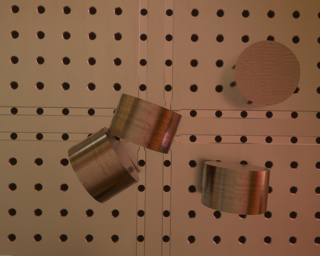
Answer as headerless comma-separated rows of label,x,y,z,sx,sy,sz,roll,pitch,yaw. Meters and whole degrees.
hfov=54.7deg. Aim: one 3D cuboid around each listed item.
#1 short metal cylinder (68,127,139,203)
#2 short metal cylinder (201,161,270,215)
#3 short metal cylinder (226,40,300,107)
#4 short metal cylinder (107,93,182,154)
short metal cylinder,-0.069,0.045,0.385,0.050,0.080,0.080,-32,90,0
short metal cylinder,0.094,0.072,0.387,0.081,0.080,0.050,5,90,-1
short metal cylinder,0.131,-0.067,0.403,0.081,0.050,0.079,0,90,-1
short metal cylinder,-0.019,-0.005,0.386,0.080,0.080,0.050,20,90,-1
